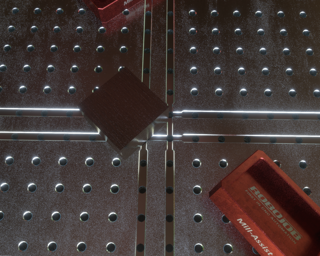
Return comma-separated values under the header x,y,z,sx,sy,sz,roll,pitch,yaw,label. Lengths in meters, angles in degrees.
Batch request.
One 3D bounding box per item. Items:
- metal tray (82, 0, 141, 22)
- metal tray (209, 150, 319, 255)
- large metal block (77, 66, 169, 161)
x,y,z,sx,sy,sz,roll,pitch,yaw,label
-0.065,-0.238,0.495,0.131,0.030,0.090,-37,74,-13,metal tray
0.131,0.097,0.353,0.091,0.030,0.130,-29,70,-38,metal tray
-0.045,-0.018,0.405,0.080,0.050,0.080,-42,76,-14,large metal block
